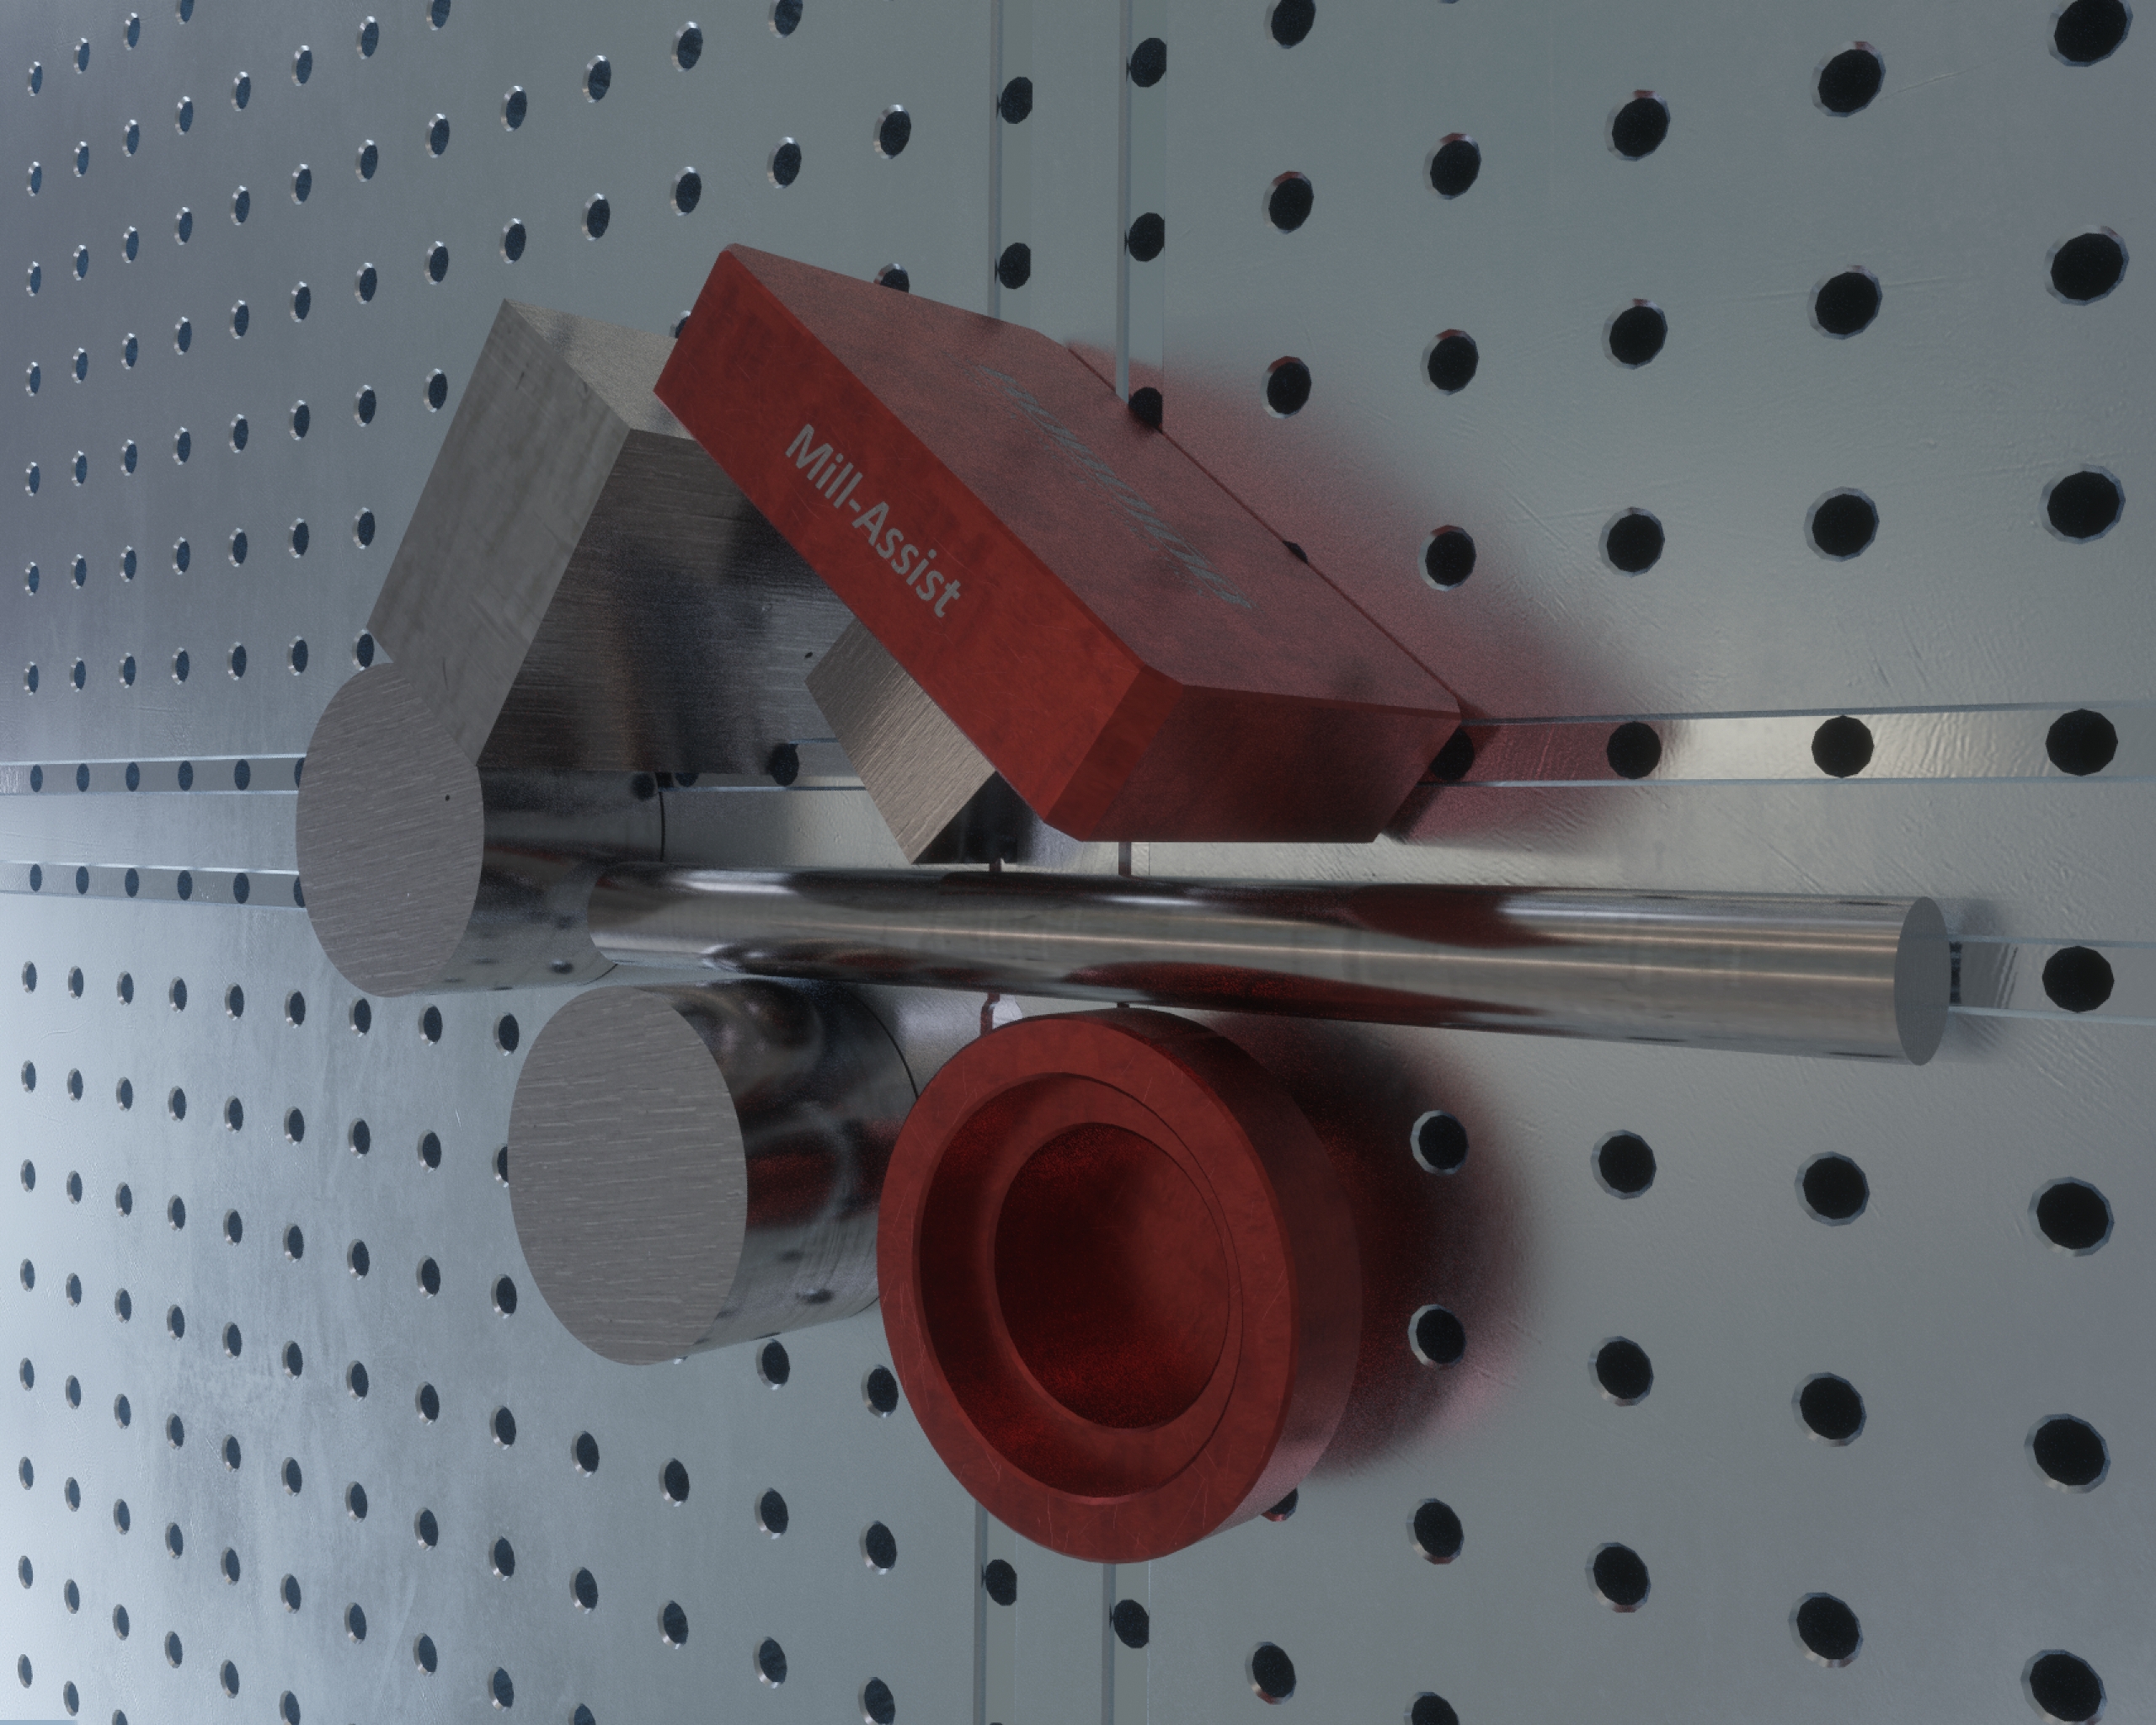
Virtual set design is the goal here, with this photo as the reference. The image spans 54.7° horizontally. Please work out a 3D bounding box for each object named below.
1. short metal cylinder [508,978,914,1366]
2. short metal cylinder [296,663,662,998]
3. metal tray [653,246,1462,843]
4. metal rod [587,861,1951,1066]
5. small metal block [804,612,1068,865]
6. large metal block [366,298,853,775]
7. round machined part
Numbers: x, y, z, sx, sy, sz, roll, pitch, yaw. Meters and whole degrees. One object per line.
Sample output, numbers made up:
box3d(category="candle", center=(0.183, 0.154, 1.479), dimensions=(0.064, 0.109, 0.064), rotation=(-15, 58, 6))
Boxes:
box3d(category="short metal cylinder", center=(-0.080, 0.066, 0.459), dimensions=(0.080, 0.050, 0.080), rotation=(0, 90, 40))
box3d(category="short metal cylinder", center=(-0.149, -0.008, 0.515), dimensions=(0.080, 0.050, 0.080), rotation=(0, 90, 40))
box3d(category="metal tray", center=(-0.004, -0.056, 0.370), dimensions=(0.130, 0.091, 0.030), rotation=(48, 119, 29))
box3d(category="metal rod", center=(0.009, 0.015, 0.402), dimensions=(0.300, 0.025, 0.025), rotation=(1, 91, 40))
box3d(category="small metal block", center=(-0.023, -0.035, 0.429), dimensions=(0.050, 0.025, 0.050), rotation=(-46, 63, 30))
box3d(category="large metal block", center=(-0.093, -0.066, 0.451), dimensions=(0.050, 0.081, 0.080), rotation=(46, 117, 29))
box3d(category="round machined part", center=(0.012, 0.075, 0.389), dimensions=(0.098, 0.042, 0.097), rotation=(0, 90, 40))
